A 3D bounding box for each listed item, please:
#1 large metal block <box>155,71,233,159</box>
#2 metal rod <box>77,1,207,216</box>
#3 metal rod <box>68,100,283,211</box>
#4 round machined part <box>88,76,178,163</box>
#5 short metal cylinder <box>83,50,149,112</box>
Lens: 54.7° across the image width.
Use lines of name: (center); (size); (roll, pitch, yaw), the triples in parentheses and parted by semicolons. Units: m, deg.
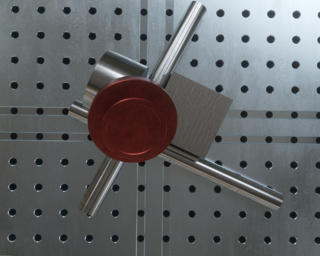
large metal block: (0.035, -0.016, 0.398); (0.080, 0.050, 0.080); (26, 90, -1)
metal rod: (-0.019, -0.030, 0.394); (0.025, 0.025, 0.299); (28, 82, -1)
metal rod: (0.021, 0.037, 0.413); (0.301, 0.025, 0.025); (25, 90, -1)
round machined part: (-0.029, -0.005, 0.339); (0.099, 0.042, 0.097); (-3, 110, -7)
short metal cylinder: (-0.054, -0.049, 0.384); (0.050, 0.080, 0.080); (25, 90, -1)
